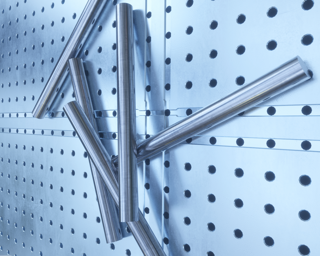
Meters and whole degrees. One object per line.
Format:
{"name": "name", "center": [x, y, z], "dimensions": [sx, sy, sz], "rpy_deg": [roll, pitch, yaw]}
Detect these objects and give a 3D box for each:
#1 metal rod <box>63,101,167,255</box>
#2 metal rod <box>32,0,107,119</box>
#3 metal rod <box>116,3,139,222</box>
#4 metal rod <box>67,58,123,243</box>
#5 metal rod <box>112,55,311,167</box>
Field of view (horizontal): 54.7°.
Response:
{"name": "metal rod", "center": [-0.055, 0.089, 0.426], "dimensions": [0.025, 0.025, 0.299], "rpy_deg": [-41, 73, 32]}
{"name": "metal rod", "center": [-0.153, -0.131, 0.532], "dimensions": [0.298, 0.025, 0.025], "rpy_deg": [-52, 60, 27]}
{"name": "metal rod", "center": [-0.045, -0.029, 0.420], "dimensions": [0.025, 0.025, 0.298], "rpy_deg": [-12, 75, 39]}
{"name": "metal rod", "center": [-0.106, 0.028, 0.493], "dimensions": [0.025, 0.025, 0.299], "rpy_deg": [-25, 75, 37]}
{"name": "metal rod", "center": [0.031, 0.001, 0.382], "dimensions": [0.299, 0.025, 0.025], "rpy_deg": [-29, 72, 35]}
